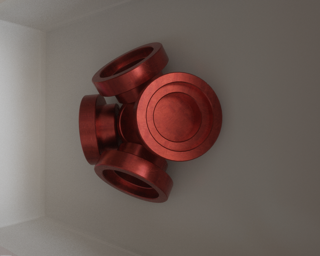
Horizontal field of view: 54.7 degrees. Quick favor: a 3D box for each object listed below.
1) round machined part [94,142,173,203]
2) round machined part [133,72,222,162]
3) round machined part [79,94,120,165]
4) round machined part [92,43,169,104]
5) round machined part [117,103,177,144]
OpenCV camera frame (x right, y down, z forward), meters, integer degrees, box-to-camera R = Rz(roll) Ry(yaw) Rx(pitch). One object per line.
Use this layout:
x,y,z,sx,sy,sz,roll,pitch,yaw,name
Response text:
-0.029,0.053,0.391,0.098,0.098,0.042,-2,53,39,round machined part
0.017,-0.012,0.354,0.042,0.099,0.097,171,97,-75,round machined part
-0.077,0.001,0.431,0.042,0.098,0.097,-5,86,2,round machined part
-0.033,-0.066,0.394,0.098,0.098,0.042,-5,125,39,round machined part
-0.018,-0.007,0.406,0.098,0.042,0.097,0,90,39,round machined part
